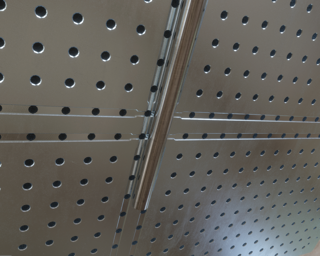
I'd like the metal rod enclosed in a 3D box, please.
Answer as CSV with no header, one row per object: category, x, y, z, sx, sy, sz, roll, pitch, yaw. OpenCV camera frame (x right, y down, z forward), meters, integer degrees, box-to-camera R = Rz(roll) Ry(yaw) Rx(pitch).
metal rod,0.005,-0.015,0.404,0.025,0.025,0.298,0,118,-29
